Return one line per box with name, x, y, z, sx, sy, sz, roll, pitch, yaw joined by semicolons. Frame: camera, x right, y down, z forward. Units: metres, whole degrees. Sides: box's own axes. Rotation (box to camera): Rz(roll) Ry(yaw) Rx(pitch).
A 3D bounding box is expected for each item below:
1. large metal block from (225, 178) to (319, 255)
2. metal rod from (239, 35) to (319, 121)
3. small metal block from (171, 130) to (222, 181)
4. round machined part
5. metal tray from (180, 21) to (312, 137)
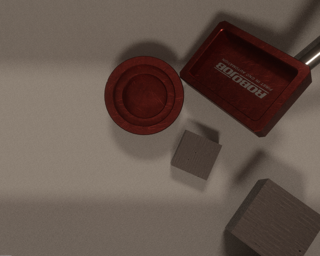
large metal block;0.142;0.121;0.389;0.080;0.050;0.080;36;82;9
metal rod;0.204;-0.108;0.346;0.025;0.025;0.299;47;117;-1
small metal block;0.047;0.035;0.412;0.050;0.025;0.050;24;90;-1
round machined part;-0.019;-0.040;0.401;0.099;0.042;0.097;0;91;3
metal tray;0.098;-0.062;0.373;0.130;0.030;0.090;42;97;30
